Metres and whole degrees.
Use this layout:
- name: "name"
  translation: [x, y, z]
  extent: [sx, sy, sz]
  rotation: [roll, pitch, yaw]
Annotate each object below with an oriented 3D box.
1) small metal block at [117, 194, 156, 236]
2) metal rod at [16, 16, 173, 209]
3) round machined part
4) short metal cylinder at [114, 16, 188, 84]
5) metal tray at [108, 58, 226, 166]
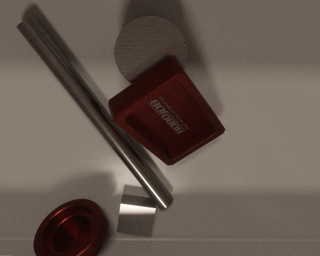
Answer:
- name: "small metal block"
  translation: [-0.035, 0.129, 0.459]
  extent: [0.050, 0.025, 0.050]
  rotation: [9, 110, -4]
- name: "metal rod"
  translation: [-0.074, -0.008, 0.407]
  extent: [0.025, 0.025, 0.299]
  rotation: [-32, 107, 11]
- name: "round machined part"
  translation: [-0.118, 0.151, 0.429]
  extent: [0.098, 0.098, 0.042]
  rotation: [-16, 127, 5]
- name: "short metal cylinder"
  translation: [-0.010, -0.090, 0.365]
  extent: [0.081, 0.050, 0.079]
  rotation: [0, 110, -1]
- name: "metal tray"
  translation: [0.013, -0.012, 0.370]
  extent: [0.090, 0.030, 0.130]
  rotation: [-34, 138, 11]
